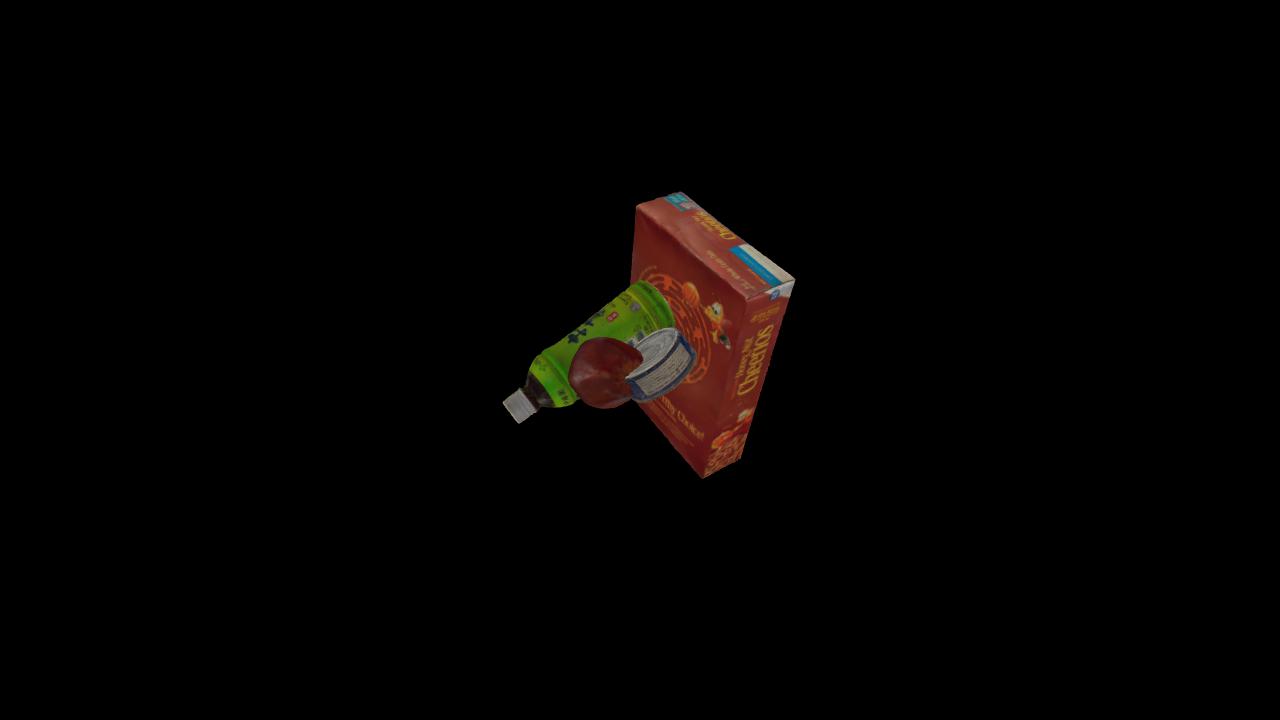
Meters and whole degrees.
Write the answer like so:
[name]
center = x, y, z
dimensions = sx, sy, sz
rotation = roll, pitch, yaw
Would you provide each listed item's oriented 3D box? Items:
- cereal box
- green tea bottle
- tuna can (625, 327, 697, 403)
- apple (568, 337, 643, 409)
[cereal box]
center = 0.067, -0.024, 0.768
dimensions = 0.081, 0.306, 0.203
rotation = -22, 49, -27
[green tea bottle]
center = -0.059, -0.004, 0.690
dimensions = 0.212, 0.073, 0.073
rotation = -38, 12, -15
[tuna can]
center = 0.016, 0.004, 0.643
dimensions = 0.084, 0.034, 0.084
rotation = -32, 22, 15
[apple]
center = -0.035, 0.013, 0.660
dimensions = 0.079, 0.079, 0.093
rotation = 0, 0, -38
